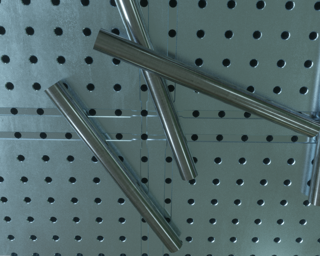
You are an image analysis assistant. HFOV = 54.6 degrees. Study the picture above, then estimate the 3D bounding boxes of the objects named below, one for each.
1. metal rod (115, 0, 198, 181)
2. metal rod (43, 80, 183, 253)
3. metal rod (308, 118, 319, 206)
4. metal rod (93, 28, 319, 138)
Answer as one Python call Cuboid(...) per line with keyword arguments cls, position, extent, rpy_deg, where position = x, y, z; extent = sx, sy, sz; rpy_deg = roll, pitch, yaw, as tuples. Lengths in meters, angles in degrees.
Cuboid(cls="metal rod", position=(-0.008, -0.065, 0.389), extent=(0.025, 0.025, 0.299), rpy_deg=(-18, 109, 6))
Cuboid(cls="metal rod", position=(-0.056, 0.065, 0.436), extent=(0.025, 0.025, 0.299), rpy_deg=(-31, 107, 11))
Cuboid(cls="metal rod", position=(0.225, -0.032, 0.402), extent=(0.025, 0.025, 0.298), rpy_deg=(-2, 110, 1))
Cuboid(cls="metal rod", position=(0.068, -0.049, 0.378), extent=(0.302, 0.025, 0.025), rpy_deg=(20, 109, -14))
